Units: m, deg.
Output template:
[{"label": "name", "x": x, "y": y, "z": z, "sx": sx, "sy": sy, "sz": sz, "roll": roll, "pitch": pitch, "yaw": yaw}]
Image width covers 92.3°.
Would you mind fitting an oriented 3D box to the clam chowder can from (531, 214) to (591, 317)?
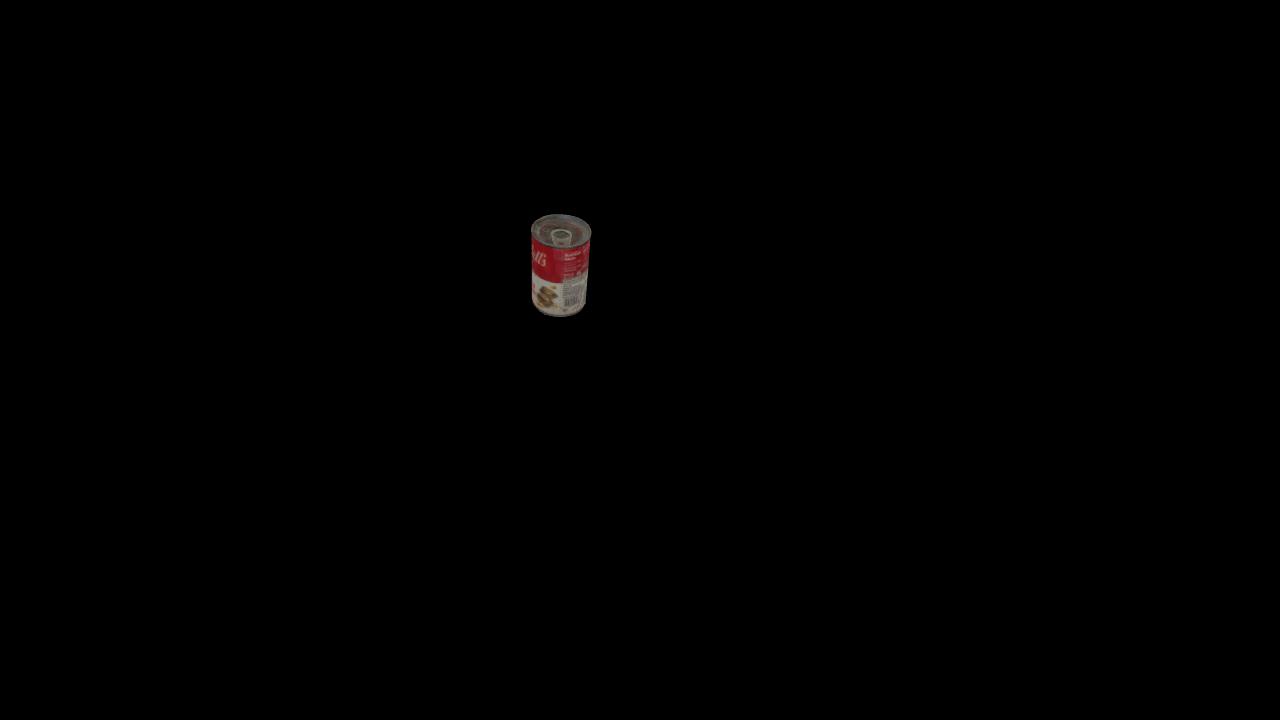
[{"label": "clam chowder can", "x": -0.093, "y": -0.109, "z": 0.721, "sx": 0.068, "sy": 0.102, "sz": 0.068, "roll": 4, "pitch": 44, "yaw": -4}]
